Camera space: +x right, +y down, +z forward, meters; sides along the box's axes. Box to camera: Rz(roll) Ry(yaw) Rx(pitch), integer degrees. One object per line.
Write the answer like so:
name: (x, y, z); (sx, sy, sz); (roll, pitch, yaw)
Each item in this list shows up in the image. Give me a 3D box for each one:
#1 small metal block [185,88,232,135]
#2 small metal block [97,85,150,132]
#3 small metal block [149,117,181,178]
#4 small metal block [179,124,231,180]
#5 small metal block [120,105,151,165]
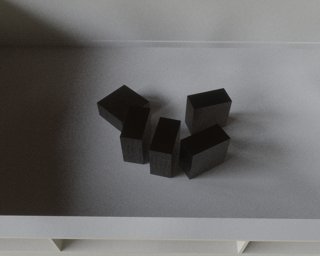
small metal block: (0.062, -0.021, 0.407); (0.050, 0.050, 0.025); (-13, 51, -11)
small metal block: (-0.050, -0.027, 0.427); (0.050, 0.025, 0.050); (36, 59, 26)
small metal block: (0.006, 0.023, 0.369); (0.025, 0.050, 0.050); (11, 51, 9)
small metal block: (0.051, 0.028, 0.365); (0.050, 0.050, 0.025); (-23, 54, -18)
small metal block: (-0.028, 0.009, 0.381); (0.025, 0.050, 0.050); (8, 51, 7)
